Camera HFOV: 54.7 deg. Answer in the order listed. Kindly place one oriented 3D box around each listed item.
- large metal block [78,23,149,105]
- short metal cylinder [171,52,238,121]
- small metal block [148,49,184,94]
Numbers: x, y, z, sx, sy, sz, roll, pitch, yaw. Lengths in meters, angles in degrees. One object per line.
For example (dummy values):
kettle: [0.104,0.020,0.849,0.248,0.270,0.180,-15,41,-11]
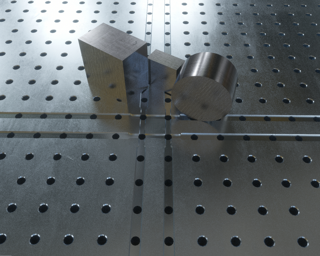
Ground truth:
large metal block: [-0.065,-0.093,0.449,0.080,0.080,0.050,30,56,22]
short metal cylinder: [0.061,-0.055,0.419,0.080,0.080,0.050,14,52,11]
small metal block: [0.008,-0.082,0.461,0.050,0.050,0.025,26,55,20]
